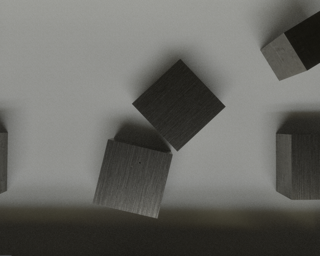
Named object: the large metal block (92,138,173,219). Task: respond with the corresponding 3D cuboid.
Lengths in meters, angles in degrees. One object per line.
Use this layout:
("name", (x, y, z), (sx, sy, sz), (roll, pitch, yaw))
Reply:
("large metal block", (-0.033, 0.061, 0.399), (0.080, 0.050, 0.080), (13, 90, -1))

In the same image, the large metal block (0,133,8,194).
("large metal block", (-0.248, 0.045, 0.396), (0.081, 0.050, 0.079), (1, 90, -1))

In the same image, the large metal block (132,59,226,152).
("large metal block", (0.023, -0.028, 0.399), (0.080, 0.050, 0.080), (-43, 91, 0))

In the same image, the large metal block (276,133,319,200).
("large metal block", (0.200, 0.047, 0.402), (0.081, 0.050, 0.079), (0, 90, -1))

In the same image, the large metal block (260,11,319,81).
("large metal block", (0.186, -0.106, 0.386), (0.080, 0.080, 0.050), (-31, 90, 0))
